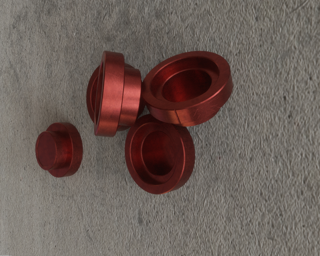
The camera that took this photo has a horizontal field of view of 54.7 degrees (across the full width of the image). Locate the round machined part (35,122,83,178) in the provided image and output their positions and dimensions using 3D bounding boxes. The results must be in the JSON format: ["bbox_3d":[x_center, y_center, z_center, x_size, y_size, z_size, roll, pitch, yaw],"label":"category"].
[{"bbox_3d":[-0.183,0.039,0.545,0.098,0.042,0.097,0,90,40],"label":"round machined part"}]

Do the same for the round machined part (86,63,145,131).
[{"bbox_3d":[-0.058,-0.044,0.442,0.098,0.042,0.097,0,90,40],"label":"round machined part"}]

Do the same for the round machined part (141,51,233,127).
[{"bbox_3d":[0.032,-0.040,0.345,0.098,0.042,0.098,-12,44,12],"label":"round machined part"}]

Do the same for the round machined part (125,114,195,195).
[{"bbox_3d":[0.004,0.031,0.389,0.098,0.042,0.097,2,94,41],"label":"round machined part"}]

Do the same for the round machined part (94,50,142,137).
[{"bbox_3d":[-0.049,-0.038,0.361,0.098,0.042,0.097,-174,89,-74],"label":"round machined part"}]
